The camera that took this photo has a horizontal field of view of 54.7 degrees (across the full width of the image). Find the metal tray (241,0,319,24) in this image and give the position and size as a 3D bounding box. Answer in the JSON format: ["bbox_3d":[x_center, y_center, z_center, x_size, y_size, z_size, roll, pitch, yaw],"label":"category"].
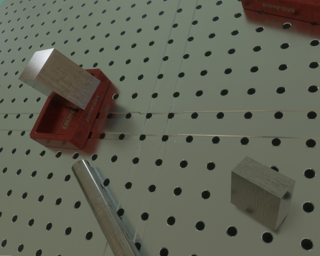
[{"bbox_3d":[0.188,-0.198,0.427,0.130,0.030,0.090,31,79,37],"label":"metal tray"}]

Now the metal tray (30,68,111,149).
[{"bbox_3d":[-0.143,-0.033,0.497,0.090,0.030,0.130,3,63,29],"label":"metal tray"}]

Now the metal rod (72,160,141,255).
[{"bbox_3d":[-0.034,0.142,0.337,0.025,0.025,0.300,-41,51,0],"label":"metal rod"}]

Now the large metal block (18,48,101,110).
[{"bbox_3d":[-0.150,-0.071,0.462,0.080,0.080,0.050,12,71,51],"label":"large metal block"}]

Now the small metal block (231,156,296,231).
[{"bbox_3d":[0.097,0.062,0.299,0.025,0.050,0.050,-37,47,-29],"label":"small metal block"}]
